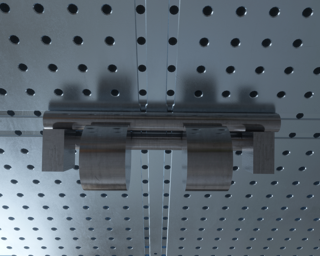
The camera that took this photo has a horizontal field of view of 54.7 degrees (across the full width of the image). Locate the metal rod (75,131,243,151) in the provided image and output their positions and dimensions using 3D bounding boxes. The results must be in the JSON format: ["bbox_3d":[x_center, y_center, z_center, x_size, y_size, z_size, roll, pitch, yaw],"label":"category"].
[{"bbox_3d":[0.000,0.018,0.427,0.302,0.025,0.025,1,130,-1],"label":"metal rod"}]

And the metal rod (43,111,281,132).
[{"bbox_3d":[0.003,-0.008,0.405,0.302,0.025,0.025,1,130,-1],"label":"metal rod"}]

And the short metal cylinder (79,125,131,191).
[{"bbox_3d":[-0.063,0.036,0.377,0.050,0.080,0.079,1,130,-1],"label":"short metal cylinder"}]

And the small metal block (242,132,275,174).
[{"bbox_3d":[0.123,0.030,0.392,0.025,0.050,0.050,1,89,0],"label":"small metal block"}]

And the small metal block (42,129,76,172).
[{"bbox_3d":[-0.125,0.027,0.387,0.025,0.050,0.050,1,88,0],"label":"small metal block"}]

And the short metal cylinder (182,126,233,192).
[{"bbox_3d":[0.055,0.037,0.379,0.050,0.080,0.079,1,130,-1],"label":"short metal cylinder"}]
